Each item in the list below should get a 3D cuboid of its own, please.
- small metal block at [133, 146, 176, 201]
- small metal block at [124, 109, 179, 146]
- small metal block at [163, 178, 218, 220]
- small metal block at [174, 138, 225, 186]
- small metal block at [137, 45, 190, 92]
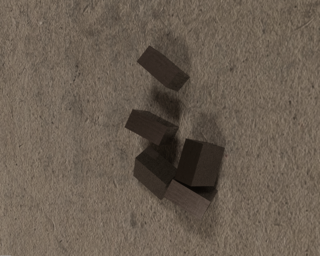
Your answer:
[{"bbox_3d":[-0.006,0.058,0.394,0.050,0.050,0.025,39,59,18],"label":"small metal block"},{"bbox_3d":[-0.009,-0.001,0.398,0.050,0.050,0.025,28,99,17],"label":"small metal block"},{"bbox_3d":[0.039,0.081,0.380,0.050,0.050,0.025,29,103,16],"label":"small metal block"},{"bbox_3d":[0.049,0.042,0.374,0.025,0.050,0.050,18,94,41],"label":"small metal block"},{"bbox_3d":[0.006,-0.074,0.393,0.050,0.050,0.025,43,103,14],"label":"small metal block"}]
